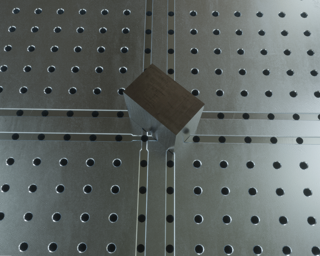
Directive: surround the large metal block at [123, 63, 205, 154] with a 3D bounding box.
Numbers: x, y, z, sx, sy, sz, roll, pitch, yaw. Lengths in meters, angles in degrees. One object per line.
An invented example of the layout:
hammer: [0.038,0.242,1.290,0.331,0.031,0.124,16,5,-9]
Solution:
large metal block: [0.004,-0.021,0.390,0.080,0.080,0.050,40,75,13]
